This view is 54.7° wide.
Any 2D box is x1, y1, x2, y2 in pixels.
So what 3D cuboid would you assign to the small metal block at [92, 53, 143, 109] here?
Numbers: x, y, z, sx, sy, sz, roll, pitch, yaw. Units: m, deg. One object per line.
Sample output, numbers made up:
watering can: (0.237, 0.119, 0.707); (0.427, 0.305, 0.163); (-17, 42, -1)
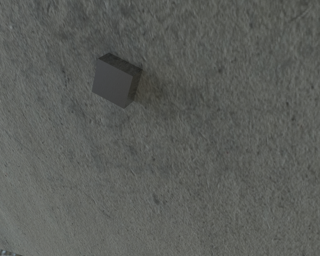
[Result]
small metal block: (-0.056, -0.060, 0.397); (0.050, 0.025, 0.050); (28, 128, 10)
